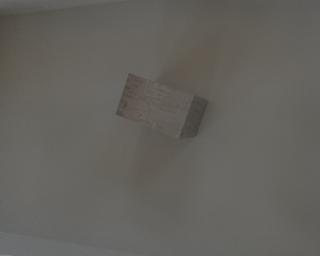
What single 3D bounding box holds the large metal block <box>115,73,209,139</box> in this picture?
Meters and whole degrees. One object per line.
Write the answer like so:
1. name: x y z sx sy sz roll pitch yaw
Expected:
1. large metal block: 0.006 -0.025 0.378 0.080 0.080 0.050 21 97 18
